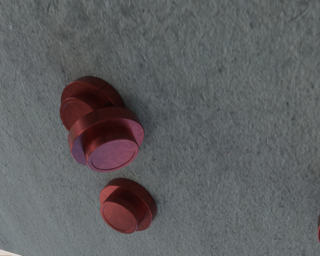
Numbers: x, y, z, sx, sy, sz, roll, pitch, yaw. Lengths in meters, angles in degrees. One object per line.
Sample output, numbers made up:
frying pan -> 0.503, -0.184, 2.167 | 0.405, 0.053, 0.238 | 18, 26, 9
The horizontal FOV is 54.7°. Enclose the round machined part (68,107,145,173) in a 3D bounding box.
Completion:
round machined part -> -0.066, 0.022, 0.405 | 0.042, 0.099, 0.097 | 63, 140, 36

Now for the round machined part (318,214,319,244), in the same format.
round machined part -> 0.230, 0.111, 0.343 | 0.098, 0.042, 0.097 | 13, 124, 20

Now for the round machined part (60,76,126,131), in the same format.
round machined part -> -0.100, -0.020, 0.434 | 0.098, 0.042, 0.097 | 13, 124, 20

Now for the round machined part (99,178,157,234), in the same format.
round machined part -> -0.058, 0.134, 0.507 | 0.098, 0.042, 0.097 | 13, 124, 20
